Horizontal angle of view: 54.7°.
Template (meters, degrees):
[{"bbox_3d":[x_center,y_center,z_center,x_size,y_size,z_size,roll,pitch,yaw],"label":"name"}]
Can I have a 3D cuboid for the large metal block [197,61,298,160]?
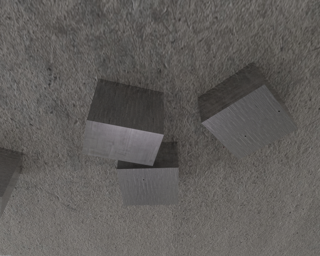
[{"bbox_3d":[0.104,-0.019,0.376,0.080,0.050,0.080,-33,123,25],"label":"large metal block"}]

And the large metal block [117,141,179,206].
[{"bbox_3d":[-0.015,0.067,0.447,0.080,0.050,0.079,-2,130,1],"label":"large metal block"}]

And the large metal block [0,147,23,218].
[{"bbox_3d":[-0.246,0.069,0.427,0.081,0.080,0.050,16,128,-13],"label":"large metal block"}]

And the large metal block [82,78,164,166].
[{"bbox_3d":[-0.041,-0.008,0.364,0.081,0.080,0.050,11,129,-10],"label":"large metal block"}]
